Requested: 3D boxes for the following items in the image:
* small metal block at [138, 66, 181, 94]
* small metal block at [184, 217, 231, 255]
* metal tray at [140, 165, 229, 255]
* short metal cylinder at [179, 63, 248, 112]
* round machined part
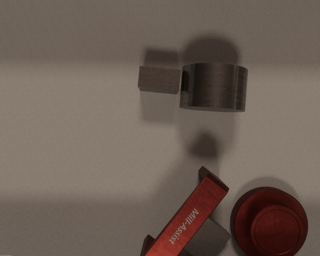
[{"bbox_3d":[-0.001,-0.060,0.399,0.050,0.050,0.025,6,90,-1],"label":"small metal block"},{"bbox_3d":[0.057,0.144,0.412,0.050,0.025,0.050,40,90,-1],"label":"small metal block"},{"bbox_3d":[0.029,0.111,0.393,0.030,0.090,0.130,38,91,2],"label":"metal tray"},{"bbox_3d":[0.066,-0.048,0.385,0.081,0.080,0.050,4,90,-1],"label":"short metal cylinder"},{"bbox_3d":[0.146,0.129,0.405,0.099,0.042,0.097,0,90,-1],"label":"round machined part"}]
